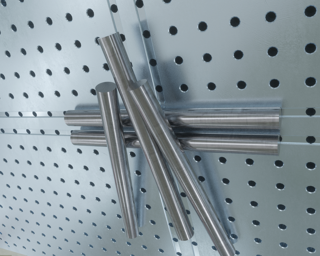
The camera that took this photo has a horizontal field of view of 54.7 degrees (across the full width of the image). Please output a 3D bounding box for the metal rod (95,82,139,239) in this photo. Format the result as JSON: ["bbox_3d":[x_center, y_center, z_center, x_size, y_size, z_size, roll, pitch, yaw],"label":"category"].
[{"bbox_3d":[-0.056,0.069,0.458,0.025,0.025,0.298,13,131,20],"label":"metal rod"}]

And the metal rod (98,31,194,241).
[{"bbox_3d":[-0.010,0.027,0.400,0.025,0.025,0.298,-6,116,31],"label":"metal rod"}]

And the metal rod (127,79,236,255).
[{"bbox_3d":[0.039,0.071,0.409,0.025,0.025,0.299,-11,120,32],"label":"metal rod"}]

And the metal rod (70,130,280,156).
[{"bbox_3d":[0.001,0.017,0.420,0.301,0.025,0.025,1,119,27],"label":"metal rod"}]

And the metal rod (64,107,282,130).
[{"bbox_3d":[-0.003,-0.013,0.404,0.301,0.025,0.025,1,119,27],"label":"metal rod"}]
